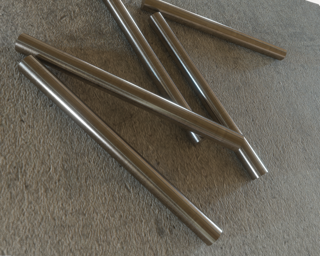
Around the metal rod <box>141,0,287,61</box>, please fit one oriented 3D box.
[{"bbox_3d":[0.110,-0.180,0.571,0.302,0.025,0.025,13,57,-21],"label":"metal rod"}]

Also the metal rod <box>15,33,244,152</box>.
[{"bbox_3d":[-0.033,-0.042,0.392,0.301,0.025,0.025,25,53,-6],"label":"metal rod"}]

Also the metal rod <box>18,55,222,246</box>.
[{"bbox_3d":[-0.047,0.025,0.362,0.300,0.025,0.025,43,51,1],"label":"metal rod"}]

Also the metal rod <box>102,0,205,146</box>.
[{"bbox_3d":[-0.019,-0.106,0.458,0.025,0.025,0.299,-21,73,-36],"label":"metal rod"}]

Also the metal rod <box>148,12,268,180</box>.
[{"bbox_3d":[0.067,-0.057,0.473,0.025,0.025,0.299,-21,73,-36],"label":"metal rod"}]
